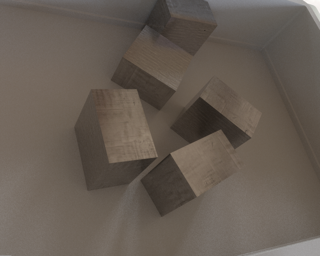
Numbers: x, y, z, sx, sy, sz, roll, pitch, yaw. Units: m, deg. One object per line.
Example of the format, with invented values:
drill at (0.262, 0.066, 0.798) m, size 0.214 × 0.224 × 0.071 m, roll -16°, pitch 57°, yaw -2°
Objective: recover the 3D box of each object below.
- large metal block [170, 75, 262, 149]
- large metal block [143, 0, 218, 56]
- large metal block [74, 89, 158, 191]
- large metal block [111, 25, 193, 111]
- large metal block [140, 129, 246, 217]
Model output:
large metal block at (0.074, -0.010, 0.418) m, size 0.080 × 0.080 × 0.050 m, roll 38°, pitch 51°, yaw -3°
large metal block at (0.028, -0.155, 0.482) m, size 0.081 × 0.080 × 0.050 m, roll -1°, pitch 62°, yaw -29°
large metal block at (-0.052, 0.014, 0.335) m, size 0.050 × 0.080 × 0.080 m, roll -4°, pitch 64°, yaw -31°
large metal block at (-0.010, -0.085, 0.438) m, size 0.080 × 0.050 × 0.080 m, roll 32°, pitch 51°, yaw -8°
large metal block at (0.036, 0.053, 0.359) m, size 0.081 × 0.080 × 0.050 m, roll -22°, pitch 74°, yaw -36°
